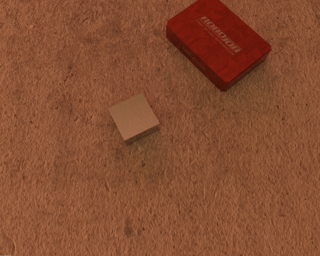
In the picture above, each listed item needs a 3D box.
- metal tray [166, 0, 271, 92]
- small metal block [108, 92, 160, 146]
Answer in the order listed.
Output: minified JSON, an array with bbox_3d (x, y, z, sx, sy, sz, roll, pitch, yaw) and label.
[{"bbox_3d":[0.083,-0.127,0.453,0.090,0.030,0.130,-38,75,-13],"label":"metal tray"},{"bbox_3d":[-0.034,-0.011,0.412,0.050,0.025,0.050,-26,72,-10],"label":"small metal block"}]
